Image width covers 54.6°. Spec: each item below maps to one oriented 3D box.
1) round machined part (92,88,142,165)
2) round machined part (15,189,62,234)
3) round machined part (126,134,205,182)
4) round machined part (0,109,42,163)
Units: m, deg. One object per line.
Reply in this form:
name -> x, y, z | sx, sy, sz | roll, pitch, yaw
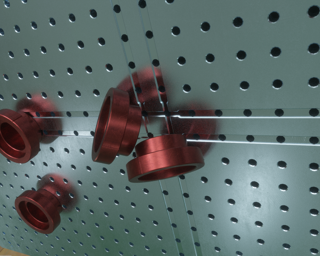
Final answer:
round machined part -> -0.055, 0.000, 0.403 | 0.042, 0.098, 0.097 | 14, 131, -19
round machined part -> -0.241, 0.164, 0.630 | 0.098, 0.042, 0.097 | 13, 124, 21
round machined part -> 0.005, 0.038, 0.398 | 0.098, 0.099, 0.042 | -25, 69, 37
round machined part -> -0.247, 0.010, 0.538 | 0.098, 0.042, 0.097 | 13, 124, 21
